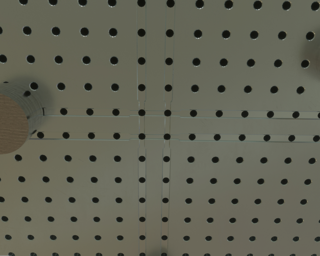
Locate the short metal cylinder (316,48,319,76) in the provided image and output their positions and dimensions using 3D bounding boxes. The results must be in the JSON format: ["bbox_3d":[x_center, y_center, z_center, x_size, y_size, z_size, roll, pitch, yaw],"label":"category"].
[{"bbox_3d":[0.241,-0.081,0.374,0.081,0.050,0.079,0,110,-1],"label":"short metal cylinder"}]

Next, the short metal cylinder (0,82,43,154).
[{"bbox_3d":[-0.197,-0.013,0.392,0.081,0.050,0.079,0,110,-1],"label":"short metal cylinder"}]
